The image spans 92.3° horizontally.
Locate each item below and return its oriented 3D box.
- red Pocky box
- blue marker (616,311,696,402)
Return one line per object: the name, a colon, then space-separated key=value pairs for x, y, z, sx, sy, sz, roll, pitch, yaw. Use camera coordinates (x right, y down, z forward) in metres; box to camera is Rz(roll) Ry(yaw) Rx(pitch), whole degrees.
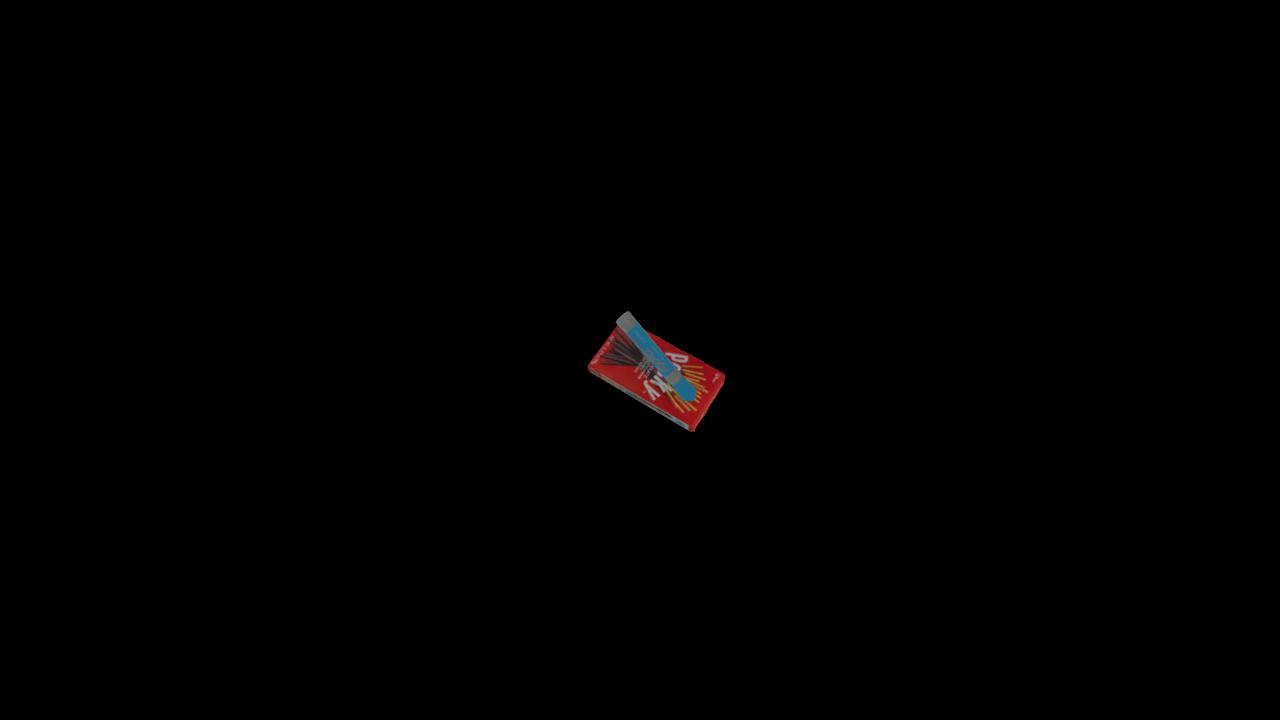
red Pocky box: x=0.021 y=0.016 z=0.767 sx=0.155 sy=0.083 sz=0.028 roll=30 pitch=-21 yaw=14
blue marker: x=0.020 y=-0.001 z=0.659 sx=0.020 sy=0.121 sz=0.020 roll=-38 pitch=13 yaw=11
